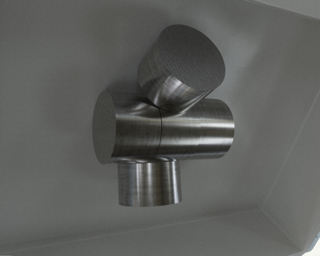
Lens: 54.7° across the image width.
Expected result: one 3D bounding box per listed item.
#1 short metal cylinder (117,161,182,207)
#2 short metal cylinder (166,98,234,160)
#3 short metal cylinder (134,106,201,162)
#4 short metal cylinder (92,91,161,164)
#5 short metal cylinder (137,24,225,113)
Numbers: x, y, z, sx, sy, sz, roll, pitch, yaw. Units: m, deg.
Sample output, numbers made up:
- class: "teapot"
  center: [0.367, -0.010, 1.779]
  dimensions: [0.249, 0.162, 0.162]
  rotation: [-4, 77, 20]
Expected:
- class: "short metal cylinder"
  center: [-0.013, 0.069, 0.397]
  dimensions: [0.081, 0.080, 0.050]
  rotation: [0, 84, -29]
- class: "short metal cylinder"
  center: [0.049, 0.001, 0.398]
  dimensions: [0.050, 0.080, 0.079]
  rotation: [1, 118, -29]
- class: "short metal cylinder"
  center: [0.005, 0.001, 0.374]
  dimensions: [0.050, 0.080, 0.079]
  rotation: [1, 118, -29]
- class: "short metal cylinder"
  center: [-0.040, 0.000, 0.349]
  dimensions: [0.050, 0.080, 0.079]
  rotation: [1, 118, -29]
- class: "short metal cylinder"
  center: [0.023, -0.063, 0.335]
  dimensions: [0.081, 0.080, 0.050]
  rotation: [2, 155, -29]
